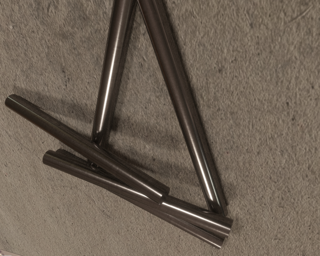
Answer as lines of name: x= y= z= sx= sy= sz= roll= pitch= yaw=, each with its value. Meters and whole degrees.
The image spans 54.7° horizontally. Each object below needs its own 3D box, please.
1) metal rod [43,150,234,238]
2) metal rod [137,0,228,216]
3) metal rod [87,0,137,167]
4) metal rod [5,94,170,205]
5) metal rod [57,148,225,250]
metal rod: x=-0.044 y=0.089 z=0.452 sx=0.301 sy=0.025 sz=0.025 roll=17 pitch=125 yaw=18
metal rod: x=0.035 y=-0.010 z=0.380 sx=0.025 sy=0.025 sz=0.298 roll=-7 pitch=115 yaw=31
metal rod: x=-0.064 y=-0.060 z=0.401 sx=0.025 sy=0.025 sz=0.298 roll=27 pitch=128 yaw=11
metal rod: x=-0.118 y=0.022 z=0.449 sx=0.300 sy=0.025 sz=0.025 roll=28 pitch=128 yaw=21
metal rod: x=-0.040 y=0.108 z=0.492 sx=0.301 sy=0.025 sz=0.025 roll=25 pitch=127 yaw=12
